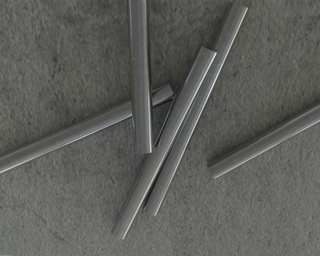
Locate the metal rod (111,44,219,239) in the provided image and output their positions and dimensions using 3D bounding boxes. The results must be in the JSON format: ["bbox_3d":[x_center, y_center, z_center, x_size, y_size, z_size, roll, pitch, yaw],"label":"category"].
[{"bbox_3d":[-0.003,0.034,0.410,0.025,0.025,0.298,22,113,-8],"label":"metal rod"}]

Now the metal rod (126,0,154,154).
[{"bbox_3d":[-0.024,-0.116,0.349,0.025,0.025,0.298,-2,104,0],"label":"metal rod"}]

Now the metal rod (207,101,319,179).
[{"bbox_3d":[0.198,-0.016,0.406,0.300,0.025,0.025,-31,108,10],"label":"metal rod"}]

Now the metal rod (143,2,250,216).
[{"bbox_3d":[0.039,-0.011,0.406,0.025,0.025,0.298,19,109,-8],"label":"metal rod"}]

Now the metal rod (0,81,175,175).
[{"bbox_3d":[-0.121,0.010,0.411,0.301,0.025,0.025,-23,109,7],"label":"metal rod"}]
